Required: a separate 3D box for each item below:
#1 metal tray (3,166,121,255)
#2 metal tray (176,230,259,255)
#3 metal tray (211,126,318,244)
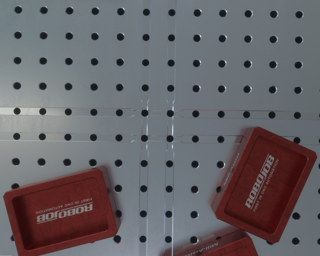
[{"bbox_3d":[-0.127,0.110,0.410,0.131,0.030,0.090,-14,90,0],"label":"metal tray"},{"bbox_3d":[0.072,0.203,0.411,0.131,0.030,0.090,-22,90,0],"label":"metal tray"},{"bbox_3d":[0.136,0.073,0.411,0.090,0.030,0.130,24,90,0],"label":"metal tray"}]
